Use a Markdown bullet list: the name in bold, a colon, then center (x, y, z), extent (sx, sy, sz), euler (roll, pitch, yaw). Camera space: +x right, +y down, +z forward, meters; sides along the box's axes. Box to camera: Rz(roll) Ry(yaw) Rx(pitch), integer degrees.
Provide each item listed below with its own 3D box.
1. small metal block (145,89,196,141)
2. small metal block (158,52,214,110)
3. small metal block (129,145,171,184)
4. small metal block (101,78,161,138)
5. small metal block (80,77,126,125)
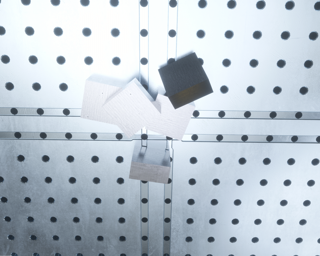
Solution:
- **small metal block**: center (0.013, -0.017, 0.407), extent (0.050, 0.025, 0.050), euler (19, 109, -7)
- **small metal block**: center (0.030, -0.058, 0.376), extent (0.050, 0.050, 0.025), euler (-24, 142, 8)
- **small metal block**: center (-0.013, 0.048, 0.418), extent (0.050, 0.050, 0.025), euler (9, 110, -3)
- **small metal block**: center (-0.034, -0.024, 0.377), extent (0.050, 0.025, 0.050), euler (-37, 106, 12)
- **small metal block**: center (-0.071, -0.035, 0.400), extent (0.050, 0.025, 0.050), euler (12, 110, -5)
